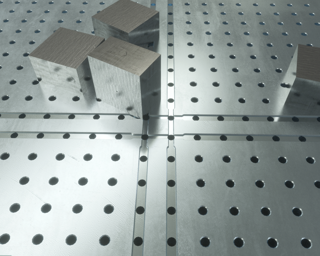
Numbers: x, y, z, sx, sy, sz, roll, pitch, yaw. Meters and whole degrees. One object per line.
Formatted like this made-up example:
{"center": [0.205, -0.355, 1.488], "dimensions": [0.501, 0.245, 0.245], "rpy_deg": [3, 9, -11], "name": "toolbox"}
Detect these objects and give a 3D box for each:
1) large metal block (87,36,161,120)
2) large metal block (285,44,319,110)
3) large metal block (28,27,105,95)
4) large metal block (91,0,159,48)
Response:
{"center": [-0.046, -0.069, 0.430], "dimensions": [0.080, 0.080, 0.050], "rpy_deg": [24, 54, 19], "name": "large metal block"}
{"center": [0.234, -0.072, 0.454], "dimensions": [0.080, 0.050, 0.080], "rpy_deg": [14, 51, 11], "name": "large metal block"}
{"center": [-0.137, -0.105, 0.480], "dimensions": [0.080, 0.050, 0.080], "rpy_deg": [18, 52, 14], "name": "large metal block"}
{"center": [-0.057, -0.175, 0.538], "dimensions": [0.080, 0.050, 0.080], "rpy_deg": [30, 56, 23], "name": "large metal block"}
